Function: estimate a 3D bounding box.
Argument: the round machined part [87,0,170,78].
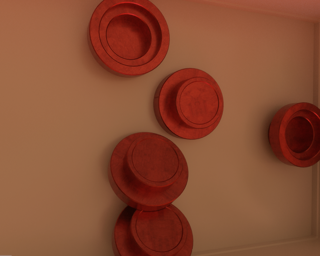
[{"bbox_3d":[-0.041,-0.111,0.387,0.099,0.042,0.097,0,90,-21],"label":"round machined part"}]

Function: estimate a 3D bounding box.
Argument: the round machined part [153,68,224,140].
[{"bbox_3d":[0.044,-0.033,0.419,0.099,0.042,0.097,0,90,-21],"label":"round machined part"}]

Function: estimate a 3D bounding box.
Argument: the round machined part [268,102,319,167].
[{"bbox_3d":[0.209,0.010,0.481,0.099,0.042,0.097,0,90,-21],"label":"round machined part"}]

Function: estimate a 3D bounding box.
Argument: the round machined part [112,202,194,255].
[{"bbox_3d":[-0.006,0.128,0.373,0.099,0.042,0.098,11,48,-12],"label":"round machined part"}]

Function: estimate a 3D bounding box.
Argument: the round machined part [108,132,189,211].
[{"bbox_3d":[-0.011,0.046,0.376,0.099,0.042,0.098,10,56,-14],"label":"round machined part"}]
